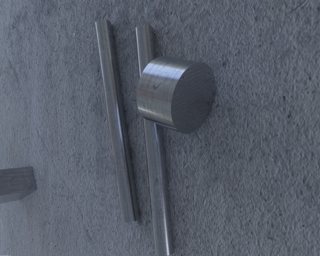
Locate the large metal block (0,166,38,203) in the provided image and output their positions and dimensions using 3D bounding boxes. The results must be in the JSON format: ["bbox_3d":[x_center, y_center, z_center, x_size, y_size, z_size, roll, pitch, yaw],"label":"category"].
[{"bbox_3d":[-0.309,0.118,0.625,0.080,0.081,0.050,-30,71,36],"label":"large metal block"}]

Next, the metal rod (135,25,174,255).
[{"bbox_3d":[-0.008,0.013,0.411,0.025,0.025,0.298,-9,84,39],"label":"metal rod"}]

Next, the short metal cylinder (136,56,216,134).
[{"bbox_3d":[0.020,-0.038,0.353,0.050,0.081,0.079,21,103,38],"label":"short metal cylinder"}]

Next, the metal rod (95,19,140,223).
[{"bbox_3d":[-0.064,-0.015,0.458,0.025,0.025,0.298,-15,80,39],"label":"metal rod"}]
